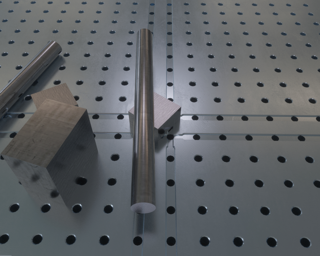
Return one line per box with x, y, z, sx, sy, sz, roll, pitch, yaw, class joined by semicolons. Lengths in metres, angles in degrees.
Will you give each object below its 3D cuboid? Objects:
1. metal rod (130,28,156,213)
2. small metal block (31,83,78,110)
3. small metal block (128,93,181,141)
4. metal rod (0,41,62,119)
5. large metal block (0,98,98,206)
-0.021;-0.035;0.404;0.025;0.025;0.300;-1;50;-1;metal rod
-0.145;-0.031;0.433;0.050;0.025;0.050;-24;54;-19;small metal block
-0.007;-0.018;0.422;0.050;0.025;0.050;31;56;23;small metal block
-0.225;-0.027;0.428;0.025;0.025;0.301;15;52;12;metal rod
-0.117;0.027;0.348;0.050;0.080;0.080;15;52;12;large metal block
